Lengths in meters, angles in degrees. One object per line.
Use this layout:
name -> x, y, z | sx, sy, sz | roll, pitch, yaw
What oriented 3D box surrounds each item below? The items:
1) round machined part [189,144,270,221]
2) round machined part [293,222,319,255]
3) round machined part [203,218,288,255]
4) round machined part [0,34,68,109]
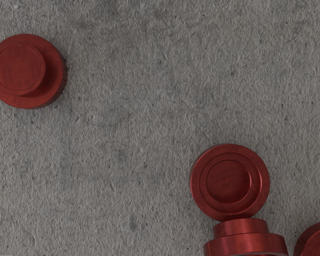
round machined part -> 0.087, 0.068, 0.402 | 0.099, 0.042, 0.097 | 0, 90, 0
round machined part -> 0.222, 0.168, 0.403 | 0.099, 0.042, 0.097 | 0, 90, 0
round machined part -> 0.102, 0.142, 0.383 | 0.099, 0.098, 0.042 | -3, 57, 0
round machined part -> -0.175, -0.074, 0.400 | 0.099, 0.042, 0.097 | 0, 90, 0
